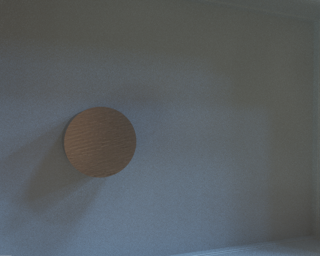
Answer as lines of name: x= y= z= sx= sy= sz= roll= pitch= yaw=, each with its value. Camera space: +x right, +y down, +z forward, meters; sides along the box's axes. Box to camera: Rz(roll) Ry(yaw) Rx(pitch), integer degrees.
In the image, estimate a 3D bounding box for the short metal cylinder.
short metal cylinder: x=-0.074 y=0.016 z=0.371 sx=0.081 sy=0.050 sz=0.079 roll=0 pitch=90 yaw=-21
